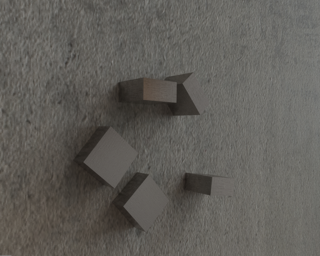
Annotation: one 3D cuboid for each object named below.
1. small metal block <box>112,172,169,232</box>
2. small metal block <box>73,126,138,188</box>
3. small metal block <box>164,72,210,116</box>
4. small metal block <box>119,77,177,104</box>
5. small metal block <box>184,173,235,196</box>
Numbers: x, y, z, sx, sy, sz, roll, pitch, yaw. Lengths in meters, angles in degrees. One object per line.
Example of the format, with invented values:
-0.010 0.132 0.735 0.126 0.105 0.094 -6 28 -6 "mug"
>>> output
-0.023 0.092 0.388 0.050 0.025 0.050 -49 119 -29 "small metal block"
-0.061 0.033 0.355 0.050 0.025 0.050 48 61 -30 "small metal block"
0.031 -0.044 0.417 0.025 0.050 0.050 -48 119 -29 "small metal block"
-0.015 -0.043 0.377 0.050 0.050 0.025 1 90 -40 "small metal block"
0.072 0.082 0.452 0.050 0.050 0.025 11 83 -40 "small metal block"
